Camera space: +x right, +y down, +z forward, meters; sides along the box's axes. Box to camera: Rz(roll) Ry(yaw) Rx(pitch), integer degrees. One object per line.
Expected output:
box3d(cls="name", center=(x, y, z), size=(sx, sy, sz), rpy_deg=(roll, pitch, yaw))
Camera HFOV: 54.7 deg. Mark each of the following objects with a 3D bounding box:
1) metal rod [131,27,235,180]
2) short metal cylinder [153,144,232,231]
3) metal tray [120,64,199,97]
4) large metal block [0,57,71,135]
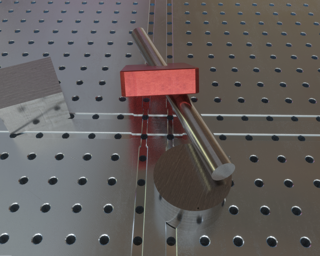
box3d(cls="metal rod", center=(0.013, -0.055, 0.403), size=(0.025, 0.025, 0.300), rpy_deg=(-15, 45, -12))
box3d(cls="short metal cylinder", center=(0.034, 0.064, 0.338), size=(0.080, 0.050, 0.080), rpy_deg=(0, 50, 0))
box3d(cls="metal tray", center=(-0.003, -0.068, 0.416), size=(0.091, 0.030, 0.130), rpy_deg=(-3, 15, -3))
box3d(cls="large metal block", center=(-0.178, -0.046, 0.429), size=(0.081, 0.050, 0.080), rpy_deg=(-18, 53, -15))
